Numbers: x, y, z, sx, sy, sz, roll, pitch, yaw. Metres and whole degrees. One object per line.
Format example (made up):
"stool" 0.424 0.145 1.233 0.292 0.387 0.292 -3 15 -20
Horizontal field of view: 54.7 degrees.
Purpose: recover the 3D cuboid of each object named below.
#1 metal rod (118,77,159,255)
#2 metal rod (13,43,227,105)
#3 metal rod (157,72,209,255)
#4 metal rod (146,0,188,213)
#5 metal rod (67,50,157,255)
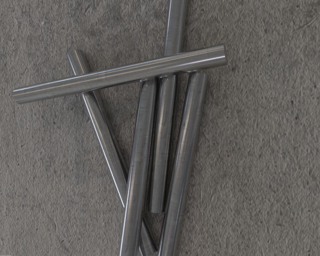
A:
"metal rod" -0.030 0.077 0.398 0.025 0.025 0.298 5 84 20
"metal rod" -0.065 -0.066 0.404 0.301 0.025 0.025 -8 88 19
"metal rod" 0.024 0.078 0.400 0.025 0.025 0.298 11 94 19
"metal rod" 0.010 -0.039 0.405 0.025 0.025 0.298 7 92 20
"metal rod" -0.069 0.029 0.433 0.025 0.025 0.299 -24 82 18
